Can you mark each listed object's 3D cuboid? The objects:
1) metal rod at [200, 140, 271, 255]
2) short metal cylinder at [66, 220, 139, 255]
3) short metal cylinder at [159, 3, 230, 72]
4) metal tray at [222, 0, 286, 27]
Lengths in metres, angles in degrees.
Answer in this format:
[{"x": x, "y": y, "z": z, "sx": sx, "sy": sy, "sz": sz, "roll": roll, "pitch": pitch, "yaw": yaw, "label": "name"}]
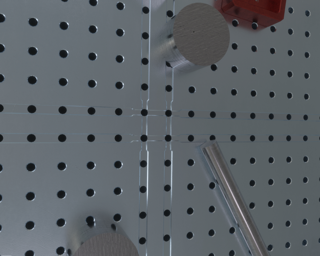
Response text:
[{"x": 0.134, "y": 0.154, "z": 0.462, "sx": 0.025, "sy": 0.025, "sz": 0.299, "roll": -30, "pitch": 100, "yaw": -18, "label": "metal rod"}, {"x": -0.070, "y": 0.158, "z": 0.374, "sx": 0.081, "sy": 0.050, "sz": 0.080, "roll": 0, "pitch": 90, "yaw": -20, "label": "short metal cylinder"}, {"x": 0.045, "y": -0.119, "z": 0.416, "sx": 0.081, "sy": 0.050, "sz": 0.080, "roll": 0, "pitch": 90, "yaw": -20, "label": "short metal cylinder"}, {"x": 0.147, "y": -0.229, "z": 0.463, "sx": 0.091, "sy": 0.030, "sz": 0.129, "roll": 10, "pitch": 87, "yaw": -20, "label": "metal tray"}]
